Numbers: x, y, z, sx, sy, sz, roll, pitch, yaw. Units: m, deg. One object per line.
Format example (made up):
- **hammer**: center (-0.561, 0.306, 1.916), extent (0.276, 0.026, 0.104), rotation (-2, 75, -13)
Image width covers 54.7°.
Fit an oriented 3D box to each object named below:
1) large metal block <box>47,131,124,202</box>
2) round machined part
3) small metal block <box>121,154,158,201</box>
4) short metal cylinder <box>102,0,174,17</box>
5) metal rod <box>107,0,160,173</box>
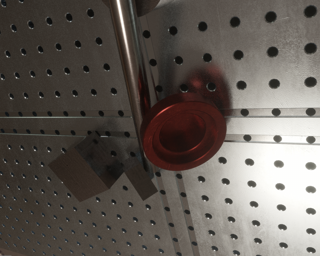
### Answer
- **large metal block**: center (-0.116, 0.063, 0.493), extent (0.080, 0.050, 0.080), rotation (-29, 102, 37)
- **round machined part**: center (0.025, 0.001, 0.367), extent (0.099, 0.042, 0.097), rotation (-7, 125, -10)
- **small metal block**: center (-0.031, 0.071, 0.452), extent (0.025, 0.050, 0.050), rotation (-32, 105, -7)
- **short metal cylinder**: center (-0.020, -0.156, 0.308), extent (0.080, 0.050, 0.079), rotation (13, 124, 20)
- **metal rod**: center (-0.026, -0.051, 0.349), extent (0.025, 0.025, 0.298), rotation (13, 137, 21)
